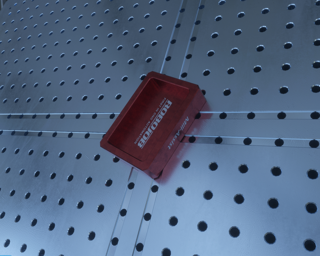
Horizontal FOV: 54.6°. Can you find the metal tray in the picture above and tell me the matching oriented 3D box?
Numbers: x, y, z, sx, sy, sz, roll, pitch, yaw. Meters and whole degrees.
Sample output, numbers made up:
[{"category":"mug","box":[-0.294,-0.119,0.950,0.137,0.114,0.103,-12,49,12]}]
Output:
[{"category":"metal tray","box":[-0.010,-0.009,0.416,0.090,0.030,0.130,24,75,36]}]
